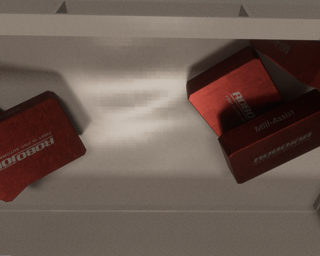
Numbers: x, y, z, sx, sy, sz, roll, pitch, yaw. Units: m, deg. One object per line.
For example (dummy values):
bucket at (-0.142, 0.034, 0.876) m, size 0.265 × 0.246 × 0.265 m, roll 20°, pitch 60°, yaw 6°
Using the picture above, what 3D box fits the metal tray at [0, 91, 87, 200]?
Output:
metal tray at (-0.170, 0.023, 0.379) m, size 0.131 × 0.030 × 0.090 m, roll -29°, pitch 124°, yaw -13°

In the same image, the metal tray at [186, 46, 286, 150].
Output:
metal tray at (0.104, -0.026, 0.386) m, size 0.090 × 0.030 × 0.130 m, roll -29°, pitch 125°, yaw 22°

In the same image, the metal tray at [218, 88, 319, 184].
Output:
metal tray at (0.144, 0.015, 0.386) m, size 0.130 × 0.030 × 0.090 m, roll -27°, pitch 143°, yaw 4°

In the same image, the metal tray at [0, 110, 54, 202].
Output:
metal tray at (-0.215, 0.028, 0.394) m, size 0.090 × 0.030 × 0.130 m, roll -45°, pitch 126°, yaw -2°

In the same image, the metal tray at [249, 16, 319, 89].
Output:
metal tray at (0.148, -0.065, 0.285) m, size 0.091 × 0.130 × 0.030 m, roll 14°, pitch 117°, yaw -12°
